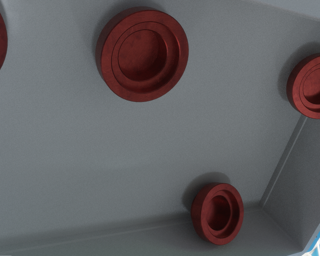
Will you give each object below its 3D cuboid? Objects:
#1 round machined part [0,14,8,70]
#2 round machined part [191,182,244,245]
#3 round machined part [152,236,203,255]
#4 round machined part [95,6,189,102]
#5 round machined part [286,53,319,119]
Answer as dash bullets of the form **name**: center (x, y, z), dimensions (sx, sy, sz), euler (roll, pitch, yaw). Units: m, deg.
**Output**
- **round machined part**: center (-0.177, -0.072, 0.240), dimensions (0.099, 0.042, 0.097), euler (-36, 140, -37)
- **round machined part**: center (0.090, 0.139, 0.514), dimensions (0.099, 0.042, 0.097), euler (3, 84, -34)
- **round machined part**: center (0.024, 0.224, 0.540), dimensions (0.099, 0.042, 0.097), euler (-13, 141, -10)
- **round machined part**: center (-0.022, -0.081, 0.336), dimensions (0.099, 0.042, 0.097), euler (-14, 124, -21)
- **round machined part**: center (0.241, -0.066, 0.473), dimensions (0.099, 0.042, 0.097), euler (-1, 109, -2)
